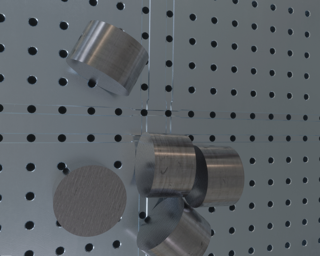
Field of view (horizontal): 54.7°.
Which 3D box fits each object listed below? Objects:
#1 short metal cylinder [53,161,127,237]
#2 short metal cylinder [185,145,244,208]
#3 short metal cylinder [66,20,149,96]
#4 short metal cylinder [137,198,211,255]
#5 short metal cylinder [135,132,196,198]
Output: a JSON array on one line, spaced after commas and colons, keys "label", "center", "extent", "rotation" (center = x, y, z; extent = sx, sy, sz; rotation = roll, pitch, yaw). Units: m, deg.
[{"label": "short metal cylinder", "center": [-0.085, 0.081, 0.368], "extent": [0.081, 0.050, 0.079], "rotation": [0, 90, -20]}, {"label": "short metal cylinder", "center": [0.066, 0.063, 0.408], "extent": [0.050, 0.080, 0.080], "rotation": [2, 89, -20]}, {"label": "short metal cylinder", "center": [-0.060, -0.079, 0.361], "extent": [0.080, 0.080, 0.050], "rotation": [30, 80, -18]}, {"label": "short metal cylinder", "center": [0.017, 0.133, 0.390], "extent": [0.050, 0.080, 0.080], "rotation": [45, 76, -15]}, {"label": "short metal cylinder", "center": [0.004, 0.046, 0.385], "extent": [0.050, 0.080, 0.080], "rotation": [4, 89, -20]}]
